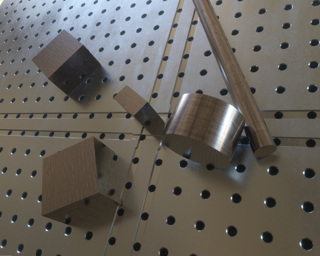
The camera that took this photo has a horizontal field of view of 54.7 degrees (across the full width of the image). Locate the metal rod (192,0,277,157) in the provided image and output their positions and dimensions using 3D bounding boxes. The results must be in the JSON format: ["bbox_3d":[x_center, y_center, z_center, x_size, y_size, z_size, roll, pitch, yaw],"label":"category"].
[{"bbox_3d":[0.088,-0.095,0.419,0.025,0.025,0.299,-22,54,14],"label":"metal rod"}]

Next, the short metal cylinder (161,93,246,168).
[{"bbox_3d":[0.048,0.004,0.344,0.080,0.080,0.050,12,68,33],"label":"short metal cylinder"}]

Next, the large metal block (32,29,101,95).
[{"bbox_3d":[-0.167,-0.118,0.550,0.080,0.050,0.080,-45,51,-4],"label":"large metal block"}]

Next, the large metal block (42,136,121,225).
[{"bbox_3d":[-0.103,0.069,0.402,0.080,0.050,0.080,-24,53,13],"label":"large metal block"}]

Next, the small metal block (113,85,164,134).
[{"bbox_3d":[-0.029,-0.025,0.421,0.025,0.050,0.050,-46,51,-4],"label":"small metal block"}]
